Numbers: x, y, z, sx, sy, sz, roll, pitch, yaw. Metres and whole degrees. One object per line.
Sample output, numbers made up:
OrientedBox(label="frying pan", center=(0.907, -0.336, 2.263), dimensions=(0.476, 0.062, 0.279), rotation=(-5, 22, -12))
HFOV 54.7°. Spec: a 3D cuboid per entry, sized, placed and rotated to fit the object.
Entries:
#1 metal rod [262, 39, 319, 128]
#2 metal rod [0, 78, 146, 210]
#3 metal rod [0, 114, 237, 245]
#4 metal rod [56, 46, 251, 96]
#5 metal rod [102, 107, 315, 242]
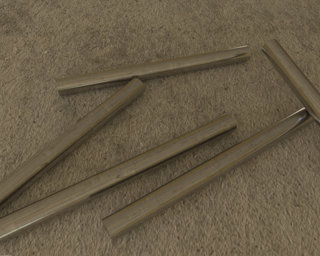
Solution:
OrientedBox(label="metal rod", center=(0.212, 0.000, 0.377), dimensions=(0.025, 0.025, 0.299), rotation=(-16, 60, -13))
OrientedBox(label="metal rod", center=(-0.126, 0.027, 0.379), dimensions=(0.025, 0.025, 0.301), rotation=(32, 57, 24))
OrientedBox(label="metal rod", center=(-0.038, 0.051, 0.360), dimensions=(0.302, 0.025, 0.025), rotation=(-24, 54, -19))
OrientedBox(label="metal rod", center=(-0.003, -0.090, 0.478), dimensions=(0.302, 0.025, 0.025), rotation=(-12, 51, -10))
OrientedBox(label="metal rod", center=(0.074, 0.043, 0.367), dimensions=(0.302, 0.025, 0.025), rotation=(-26, 55, -20))
